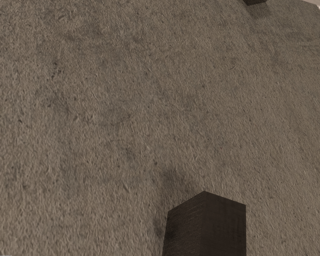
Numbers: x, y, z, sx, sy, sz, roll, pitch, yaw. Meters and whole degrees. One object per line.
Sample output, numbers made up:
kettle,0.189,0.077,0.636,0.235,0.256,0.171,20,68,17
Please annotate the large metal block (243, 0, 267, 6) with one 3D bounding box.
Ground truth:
large metal block,0.214,-0.333,0.710,0.081,0.050,0.080,-27,77,-37

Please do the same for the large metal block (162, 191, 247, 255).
large metal block,0.043,0.121,0.319,0.050,0.080,0.080,22,54,-16
